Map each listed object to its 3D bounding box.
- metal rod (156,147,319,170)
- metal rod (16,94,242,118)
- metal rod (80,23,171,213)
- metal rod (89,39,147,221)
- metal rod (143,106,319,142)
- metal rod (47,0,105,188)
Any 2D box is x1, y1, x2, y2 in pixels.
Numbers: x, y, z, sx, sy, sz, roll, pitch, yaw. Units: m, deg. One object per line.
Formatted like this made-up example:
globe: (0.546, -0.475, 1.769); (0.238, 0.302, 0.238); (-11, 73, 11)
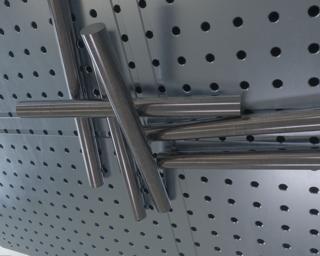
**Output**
metal rod: (0.131, 0.036, 0.364); (0.300, 0.025, 0.025); (-4, 117, 30)
metal rod: (-0.052, -0.026, 0.394); (0.301, 0.025, 0.025); (0, 119, 18)
metal rod: (-0.029, 0.015, 0.389); (0.025, 0.025, 0.299); (6, 136, 25)
metal rod: (-0.057, 0.015, 0.451); (0.025, 0.025, 0.298); (4, 121, 26)
metal rod: (0.104, -0.004, 0.353); (0.300, 0.025, 0.025); (-5, 116, 30)
metal rod: (-0.116, -0.036, 0.451); (0.025, 0.025, 0.298); (10, 123, 23)
